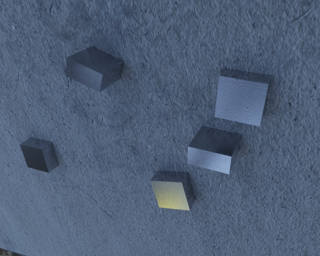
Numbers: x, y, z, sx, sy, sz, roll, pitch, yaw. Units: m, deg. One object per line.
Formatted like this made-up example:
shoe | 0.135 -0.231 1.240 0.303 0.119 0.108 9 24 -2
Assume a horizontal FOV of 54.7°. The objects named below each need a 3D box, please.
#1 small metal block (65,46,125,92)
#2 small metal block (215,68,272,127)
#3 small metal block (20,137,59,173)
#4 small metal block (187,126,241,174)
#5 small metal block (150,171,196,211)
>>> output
small metal block | -0.080 -0.075 0.387 0.050 0.050 0.025 27 128 11
small metal block | 0.090 -0.034 0.338 0.050 0.025 0.050 14 124 20
small metal block | -0.213 0.048 0.549 0.050 0.025 0.050 10 123 23
small metal block | 0.066 0.025 0.371 0.050 0.050 0.025 13 124 21
small metal block | 0.020 0.091 0.453 0.050 0.025 0.050 -2 118 29
